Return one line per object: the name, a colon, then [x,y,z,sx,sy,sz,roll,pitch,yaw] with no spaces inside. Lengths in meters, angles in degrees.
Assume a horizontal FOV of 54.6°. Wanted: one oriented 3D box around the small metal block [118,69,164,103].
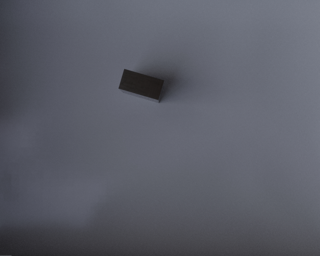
small metal block: [-0.022,-0.053,0.399,0.050,0.050,0.025,16,90,0]
